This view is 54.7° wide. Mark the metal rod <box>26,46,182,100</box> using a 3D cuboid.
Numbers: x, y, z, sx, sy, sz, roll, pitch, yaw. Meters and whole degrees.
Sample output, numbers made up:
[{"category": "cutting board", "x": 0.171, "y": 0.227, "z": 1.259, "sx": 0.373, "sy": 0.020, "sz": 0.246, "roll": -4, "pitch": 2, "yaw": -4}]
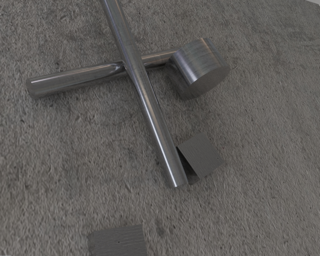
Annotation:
[{"category": "metal rod", "x": -0.033, "y": -0.089, "z": 0.440, "sx": 0.302, "sy": 0.025, "sz": 0.025, "roll": -22, "pitch": 74, "yaw": -36}]

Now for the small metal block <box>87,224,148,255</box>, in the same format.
[{"category": "small metal block", "x": -0.041, "y": 0.126, "z": 0.305, "sx": 0.050, "sy": 0.025, "sz": 0.050, "roll": 1, "pitch": 61, "yaw": -28}]

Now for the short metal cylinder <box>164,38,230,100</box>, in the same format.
[{"category": "short metal cylinder", "x": 0.053, "y": -0.084, "z": 0.448, "sx": 0.081, "sy": 0.080, "sz": 0.050, "roll": -20, "pitch": 73, "yaw": -35}]

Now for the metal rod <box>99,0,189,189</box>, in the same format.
[{"category": "metal rod", "x": -0.029, "y": -0.068, "z": 0.401, "sx": 0.025, "sy": 0.025, "sz": 0.299, "roll": -14, "pitch": 78, "yaw": -34}]

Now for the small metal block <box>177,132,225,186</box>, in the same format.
[{"category": "small metal block", "x": 0.048, "y": 0.040, "z": 0.405, "sx": 0.050, "sy": 0.025, "sz": 0.050, "roll": -26, "pitch": 76, "yaw": -37}]
